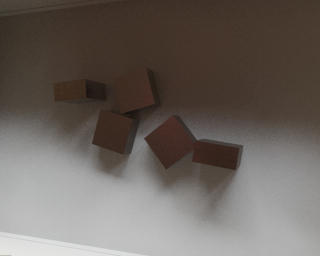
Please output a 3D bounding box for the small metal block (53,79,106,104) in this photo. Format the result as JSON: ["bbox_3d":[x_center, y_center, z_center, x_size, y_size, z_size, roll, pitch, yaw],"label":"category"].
[{"bbox_3d":[-0.112,-0.050,0.435,0.050,0.050,0.025,-4,89,19],"label":"small metal block"}]

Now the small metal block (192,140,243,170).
[{"bbox_3d":[0.071,0.030,0.372,0.050,0.050,0.025,9,93,19],"label":"small metal block"}]

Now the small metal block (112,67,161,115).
[{"bbox_3d":[-0.031,-0.049,0.421,0.050,0.025,0.050,-16,85,19],"label":"small metal block"}]

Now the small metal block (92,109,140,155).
[{"bbox_3d":[-0.061,0.005,0.431,0.050,0.025,0.050,17,96,18],"label":"small metal block"}]

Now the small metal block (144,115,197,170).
[{"bbox_3d":[0.016,0.018,0.404,0.050,0.025,0.050,-39,78,15],"label":"small metal block"}]
